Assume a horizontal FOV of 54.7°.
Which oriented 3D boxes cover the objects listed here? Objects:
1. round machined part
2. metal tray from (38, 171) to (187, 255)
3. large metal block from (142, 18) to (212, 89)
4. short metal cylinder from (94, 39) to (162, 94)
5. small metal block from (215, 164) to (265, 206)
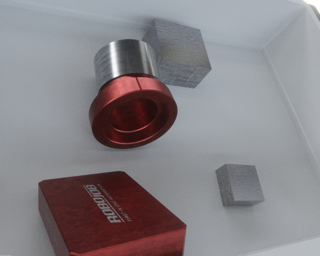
[{"bbox_3d":[-0.033,-0.022,0.358,0.099,0.097,0.042,1,48,-28],"label":"round machined part"},{"bbox_3d":[-0.049,0.078,0.273,0.091,0.130,0.030,-3,104,-30],"label":"metal tray"},{"bbox_3d":[0.023,-0.112,0.472,0.081,0.050,0.080,4,60,-27],"label":"large metal block"},{"bbox_3d":[-0.040,-0.065,0.390,0.081,0.080,0.050,2,61,-28],"label":"short metal cylinder"},{"bbox_3d":[0.108,0.077,0.419,0.050,0.025,0.050,7,59,-25],"label":"small metal block"}]
